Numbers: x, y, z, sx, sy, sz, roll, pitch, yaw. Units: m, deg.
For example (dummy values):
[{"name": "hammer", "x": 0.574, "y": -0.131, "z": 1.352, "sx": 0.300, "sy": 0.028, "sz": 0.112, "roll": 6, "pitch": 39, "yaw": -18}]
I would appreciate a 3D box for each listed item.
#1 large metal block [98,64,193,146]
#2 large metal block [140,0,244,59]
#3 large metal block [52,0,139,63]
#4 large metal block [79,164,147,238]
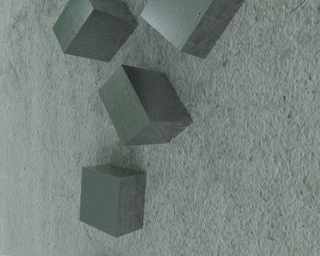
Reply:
[{"name": "large metal block", "x": -0.017, "y": -0.026, "z": 0.383, "sx": 0.050, "sy": 0.081, "sz": 0.080, "roll": -41, "pitch": 65, "yaw": 32}, {"name": "large metal block", "x": 0.036, "y": -0.140, "z": 0.359, "sx": 0.080, "sy": 0.050, "sz": 0.080, "roll": 49, "pitch": 119, "yaw": 29}, {"name": "large metal block", "x": -0.093, "y": -0.146, "z": 0.446, "sx": 0.080, "sy": 0.081, "sz": 0.050, "roll": -43, "pitch": 64, "yaw": 32}, {"name": "large metal block", "x": -0.069, "y": 0.100, "z": 0.446, "sx": 0.080, "sy": 0.050, "sz": 0.079, "roll": 7, "pitch": 94, "yaw": 40}]
